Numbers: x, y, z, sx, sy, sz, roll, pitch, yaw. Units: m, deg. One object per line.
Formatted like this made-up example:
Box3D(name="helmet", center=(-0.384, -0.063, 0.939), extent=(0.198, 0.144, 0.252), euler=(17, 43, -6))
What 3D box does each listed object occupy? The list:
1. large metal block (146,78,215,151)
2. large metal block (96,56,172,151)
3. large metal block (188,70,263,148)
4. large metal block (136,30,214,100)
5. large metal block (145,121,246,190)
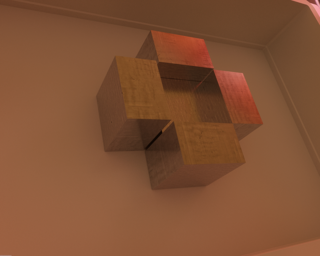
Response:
Box3D(name="large metal block", center=(0.020, -0.017, 0.407), extent=(0.081, 0.050, 0.080), euler=(1, 62, -28))
Box3D(name="large metal block", center=(-0.035, -0.026, 0.366), extent=(0.050, 0.080, 0.080), euler=(1, 62, -28))
Box3D(name="large metal block", center=(0.083, -0.022, 0.427), extent=(0.050, 0.080, 0.080), euler=(1, 62, -28))
Box3D(name="large metal block", center=(0.013, -0.081, 0.424), extent=(0.081, 0.080, 0.050), euler=(1, 62, -28))
Box3D(name="large metal block", center=(0.038, 0.034, 0.368), extent=(0.081, 0.080, 0.050), euler=(2, 61, -27))
